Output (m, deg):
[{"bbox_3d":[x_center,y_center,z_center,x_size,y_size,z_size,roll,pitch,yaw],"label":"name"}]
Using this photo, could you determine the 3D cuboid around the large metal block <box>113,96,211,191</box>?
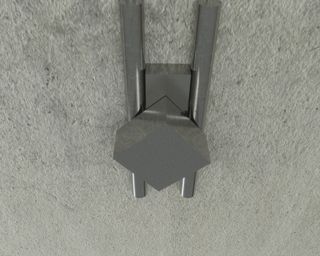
[{"bbox_3d":[0.003,0.022,0.375,0.080,0.050,0.080,-33,123,25],"label":"large metal block"}]

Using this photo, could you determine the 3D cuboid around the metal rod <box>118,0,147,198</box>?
[{"bbox_3d":[-0.030,-0.011,0.400,0.025,0.025,0.298,0,130,-1],"label":"metal rod"}]

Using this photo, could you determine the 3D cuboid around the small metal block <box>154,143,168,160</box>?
[{"bbox_3d":[0.007,0.040,0.441,0.050,0.025,0.050,0,130,-1],"label":"small metal block"}]

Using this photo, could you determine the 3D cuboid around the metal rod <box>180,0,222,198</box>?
[{"bbox_3d":[0.046,-0.011,0.401,0.025,0.025,0.298,0,130,-1],"label":"metal rod"}]

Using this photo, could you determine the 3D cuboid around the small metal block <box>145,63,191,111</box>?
[{"bbox_3d":[0.009,-0.048,0.366,0.050,0.025,0.050,0,130,-1],"label":"small metal block"}]
